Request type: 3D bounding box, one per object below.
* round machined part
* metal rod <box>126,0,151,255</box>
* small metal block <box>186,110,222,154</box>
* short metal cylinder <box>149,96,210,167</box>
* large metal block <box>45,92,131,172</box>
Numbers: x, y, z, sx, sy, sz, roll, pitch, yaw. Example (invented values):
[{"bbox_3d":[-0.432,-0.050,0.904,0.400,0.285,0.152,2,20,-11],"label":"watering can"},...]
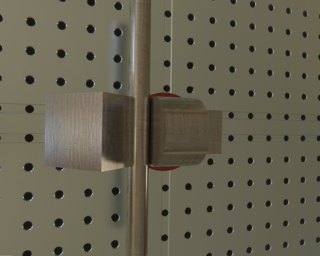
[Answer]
[{"bbox_3d":[0.000,0.004,0.403,0.099,0.042,0.097,0,90,-21],"label":"round machined part"},{"bbox_3d":[-0.025,-0.003,0.360,0.025,0.025,0.298,1,90,-20],"label":"metal rod"},{"bbox_3d":[0.051,0.004,0.374,0.025,0.050,0.050,1,90,-20],"label":"small metal block"},{"bbox_3d":[0.016,0.004,0.358,0.050,0.080,0.079,1,90,-20],"label":"short metal cylinder"},{"bbox_3d":[-0.081,0.003,0.348,0.050,0.080,0.079,1,90,-62],"label":"large metal block"}]
